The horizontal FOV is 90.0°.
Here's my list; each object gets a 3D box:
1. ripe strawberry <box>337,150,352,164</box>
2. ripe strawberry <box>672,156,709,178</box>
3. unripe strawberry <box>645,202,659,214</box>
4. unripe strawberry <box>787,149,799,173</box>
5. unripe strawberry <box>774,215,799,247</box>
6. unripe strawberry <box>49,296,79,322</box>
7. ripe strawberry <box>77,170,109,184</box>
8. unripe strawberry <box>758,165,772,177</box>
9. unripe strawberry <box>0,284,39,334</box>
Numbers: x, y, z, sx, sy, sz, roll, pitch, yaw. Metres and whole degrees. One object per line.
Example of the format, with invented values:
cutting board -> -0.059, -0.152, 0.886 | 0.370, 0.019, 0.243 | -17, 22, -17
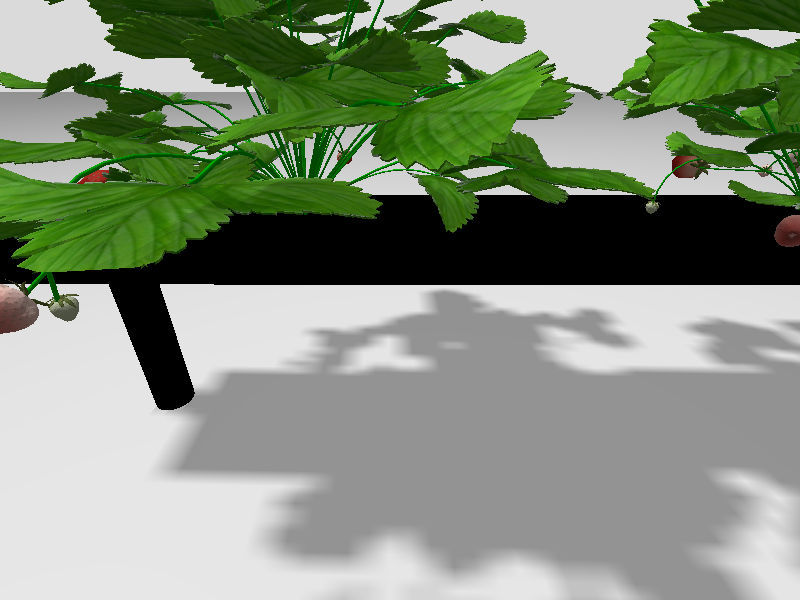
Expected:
ripe strawberry -> -0.077, -0.198, 0.557 | 0.021, 0.018, 0.021 | 1, -6, 2
ripe strawberry -> 0.343, -0.162, 0.477 | 0.037, 0.032, 0.037 | -4, 29, -7
unripe strawberry -> 0.219, -0.080, 0.349 | 0.010, 0.010, 0.009 | -1, 29, -2
unripe strawberry -> 0.518, -0.181, 0.515 | 0.032, 0.033, 0.034 | 21, 35, 33
unripe strawberry -> 0.282, -0.048, 0.285 | 0.024, 0.023, 0.022 | -25, 37, -36
unripe strawberry -> -0.155, 0.005, 0.186 | 0.011, 0.012, 0.011 | 10, 31, 18
ripe strawberry -> -0.256, -0.089, 0.343 | 0.043, 0.042, 0.040 | -2, 29, -2
unripe strawberry -> 0.446, -0.157, 0.489 | 0.012, 0.014, 0.014 | 14, 10, 24
unripe strawberry -> -0.186, 0.006, 0.185 | 0.027, 0.024, 0.025 | 14, 42, 24
